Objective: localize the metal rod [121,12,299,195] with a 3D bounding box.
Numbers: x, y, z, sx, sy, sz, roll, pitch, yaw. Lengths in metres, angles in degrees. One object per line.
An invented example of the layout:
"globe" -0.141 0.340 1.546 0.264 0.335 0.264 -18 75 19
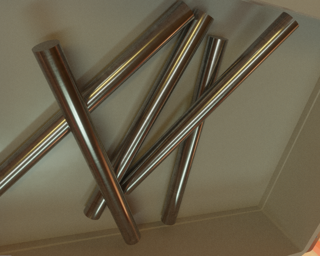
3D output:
"metal rod" 0.049 -0.020 0.393 0.299 0.025 0.025 -46 130 15

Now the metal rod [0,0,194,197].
"metal rod" -0.081 -0.030 0.345 0.300 0.025 0.025 -42 129 1

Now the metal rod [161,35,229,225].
"metal rod" 0.043 0.020 0.444 0.025 0.025 0.298 -2 120 -28

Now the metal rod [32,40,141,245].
"metal rod" -0.070 0.043 0.362 0.025 0.025 0.298 -25 128 -13

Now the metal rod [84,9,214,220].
"metal rod" -0.021 -0.006 0.392 0.025 0.025 0.298 20 108 -36
